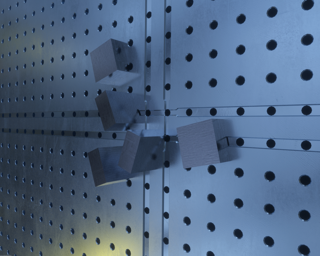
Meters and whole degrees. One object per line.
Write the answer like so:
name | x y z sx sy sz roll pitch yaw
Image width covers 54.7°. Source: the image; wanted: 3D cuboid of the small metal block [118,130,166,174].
small metal block | -0.023 0.030 0.410 0.025 0.050 0.050 26 106 37

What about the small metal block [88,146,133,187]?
small metal block | -0.072 0.055 0.450 0.025 0.050 0.050 -26 74 37

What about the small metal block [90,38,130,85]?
small metal block | -0.077 -0.100 0.470 0.050 0.025 0.050 -21 77 37

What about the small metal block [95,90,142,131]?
small metal block | -0.058 -0.024 0.439 0.025 0.050 0.050 -31 71 35

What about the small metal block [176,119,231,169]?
small metal block | 0.051 0.019 0.366 0.050 0.025 0.050 -15 80 38
